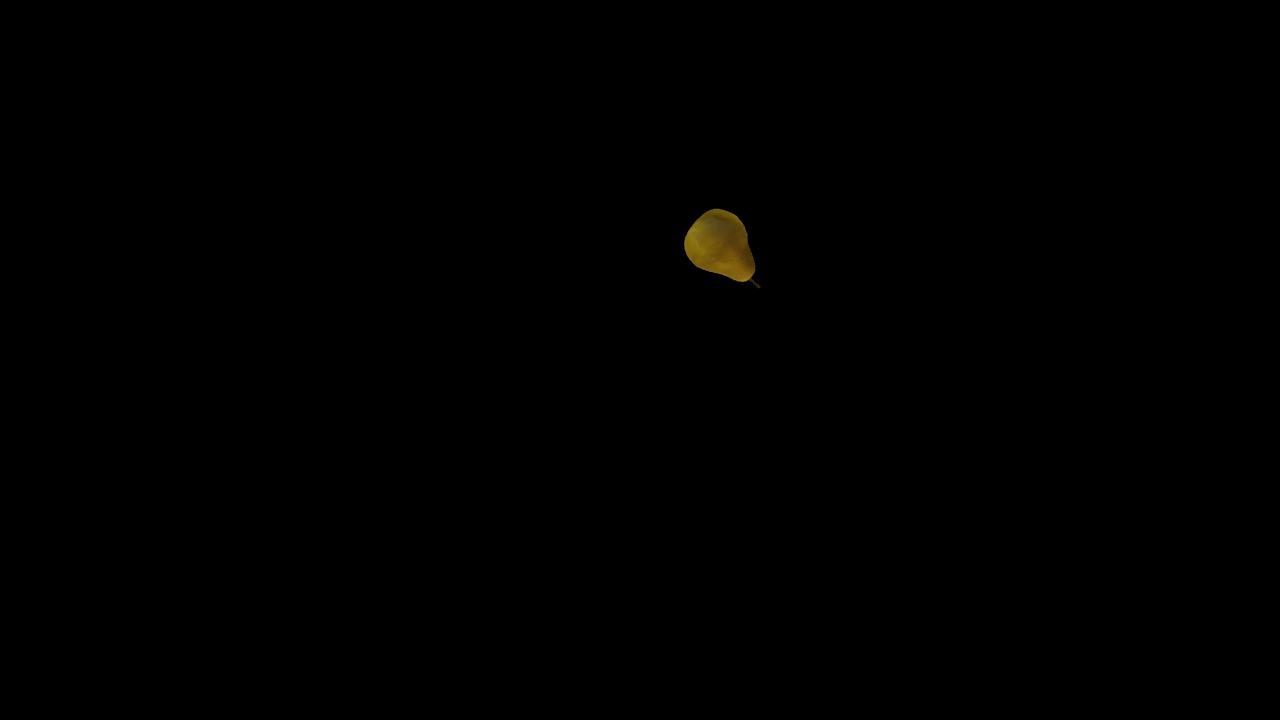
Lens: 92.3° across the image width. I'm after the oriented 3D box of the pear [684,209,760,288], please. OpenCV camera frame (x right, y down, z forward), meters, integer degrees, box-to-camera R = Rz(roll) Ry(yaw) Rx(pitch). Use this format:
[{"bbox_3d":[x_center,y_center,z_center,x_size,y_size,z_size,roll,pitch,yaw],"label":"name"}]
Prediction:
[{"bbox_3d":[0.107,-0.127,0.746,0.111,0.080,0.080,44,3,3],"label":"pear"}]
